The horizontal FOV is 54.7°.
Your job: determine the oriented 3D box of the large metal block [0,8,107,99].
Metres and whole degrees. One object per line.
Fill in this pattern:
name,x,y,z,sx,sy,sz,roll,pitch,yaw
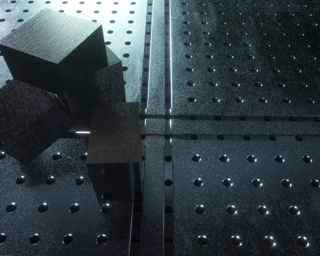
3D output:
large metal block,-0.120,-0.089,0.361,0.080,0.050,0.080,21,53,16

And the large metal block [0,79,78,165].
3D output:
large metal block,-0.165,-0.015,0.387,0.080,0.050,0.080,-41,59,-7

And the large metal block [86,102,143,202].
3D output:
large metal block,-0.047,0.028,0.348,0.050,0.080,0.080,-2,50,-2

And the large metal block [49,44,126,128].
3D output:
large metal block,-0.096,-0.058,0.419,0.081,0.080,0.050,-28,56,-22
